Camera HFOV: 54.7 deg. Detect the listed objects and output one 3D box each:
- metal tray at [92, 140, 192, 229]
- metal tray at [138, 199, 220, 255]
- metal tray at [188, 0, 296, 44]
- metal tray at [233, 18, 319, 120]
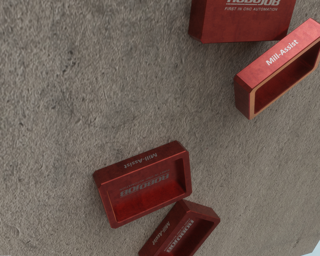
[{"bbox_3d":[-0.020,0.080,0.441,0.131,0.030,0.089,-20,126,-17],"label":"metal tray"},{"bbox_3d":[0.034,0.190,0.539,0.090,0.030,0.129,27,104,-37],"label":"metal tray"},{"bbox_3d":[0.102,-0.150,0.366,0.131,0.030,0.089,-9,123,-24],"label":"metal tray"},{"bbox_3d":[0.162,-0.076,0.423,0.130,0.030,0.090,-38,153,-3],"label":"metal tray"}]
